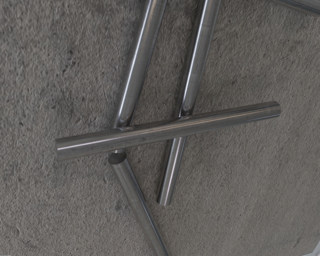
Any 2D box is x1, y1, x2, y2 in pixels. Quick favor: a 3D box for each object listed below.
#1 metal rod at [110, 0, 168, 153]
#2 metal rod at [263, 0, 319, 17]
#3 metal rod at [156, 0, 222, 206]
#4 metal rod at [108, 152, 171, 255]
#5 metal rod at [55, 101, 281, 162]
[{"bbox_3d":[-0.013,-0.105,0.333,0.025,0.025,0.298,4,116,-31],"label":"metal rod"},{"bbox_3d":[0.093,-0.160,0.337,0.302,0.025,0.025,-2,120,-35],"label":"metal rod"},{"bbox_3d":[0.032,-0.019,0.412,0.025,0.025,0.298,-3,120,-27],"label":"metal rod"},{"bbox_3d":[-0.019,0.152,0.489,0.025,0.025,0.299,-27,128,-12],"label":"metal rod"},{"bbox_3d":[0.028,-0.002,0.386,0.303,0.025,0.025,-10,123,-23],"label":"metal rod"}]
